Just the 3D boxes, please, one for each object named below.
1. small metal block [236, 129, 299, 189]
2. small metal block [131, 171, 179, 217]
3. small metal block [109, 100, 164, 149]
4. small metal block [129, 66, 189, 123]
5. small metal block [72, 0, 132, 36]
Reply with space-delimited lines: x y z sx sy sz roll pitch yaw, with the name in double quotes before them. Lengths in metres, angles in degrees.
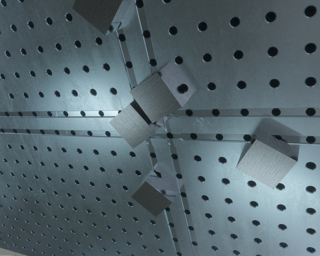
"small metal block" 0.127 0.037 0.367 0.050 0.025 0.050 30 128 9
"small metal block" -0.008 0.102 0.478 0.050 0.025 0.050 39 129 1
"small metal block" -0.033 -0.007 0.423 0.050 0.025 0.050 48 128 -7
"small metal block" -0.001 -0.041 0.385 0.050 0.025 0.050 -28 104 37
"small metal block" -0.066 -0.144 0.355 0.050 0.025 0.050 40 129 0
